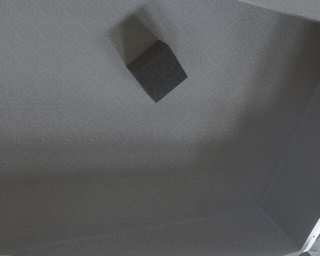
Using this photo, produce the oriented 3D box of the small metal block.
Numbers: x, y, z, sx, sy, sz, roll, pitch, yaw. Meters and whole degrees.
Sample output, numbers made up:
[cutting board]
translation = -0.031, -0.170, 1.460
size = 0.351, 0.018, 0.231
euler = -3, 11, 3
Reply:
[small metal block]
translation = -0.003, -0.067, 0.367
size = 0.050, 0.025, 0.050
euler = -40, 130, -1
